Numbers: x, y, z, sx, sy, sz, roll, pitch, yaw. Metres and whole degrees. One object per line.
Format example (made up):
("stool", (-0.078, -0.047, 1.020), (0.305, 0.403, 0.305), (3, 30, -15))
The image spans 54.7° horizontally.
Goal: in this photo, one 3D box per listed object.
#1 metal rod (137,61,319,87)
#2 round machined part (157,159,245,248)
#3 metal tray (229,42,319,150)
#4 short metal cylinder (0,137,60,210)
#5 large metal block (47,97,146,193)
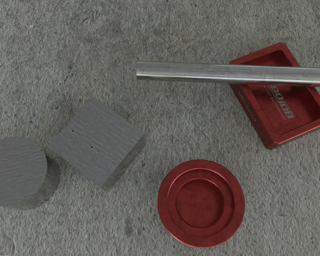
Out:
("metal rod", (0.122, -0.069, 0.402), (0.302, 0.025, 0.025), (2, 70, 0))
("round machined part", (0.046, 0.089, 0.367), (0.099, 0.042, 0.098), (0, 70, -1))
("metal tray", (0.159, -0.046, 0.424), (0.091, 0.030, 0.130), (-22, 72, -8))
("short metal cylinder", (-0.168, 0.056, 0.372), (0.081, 0.050, 0.080), (0, 70, 0))
("large metal block", (-0.074, 0.022, 0.386), (0.080, 0.050, 0.080), (35, 73, 11))
